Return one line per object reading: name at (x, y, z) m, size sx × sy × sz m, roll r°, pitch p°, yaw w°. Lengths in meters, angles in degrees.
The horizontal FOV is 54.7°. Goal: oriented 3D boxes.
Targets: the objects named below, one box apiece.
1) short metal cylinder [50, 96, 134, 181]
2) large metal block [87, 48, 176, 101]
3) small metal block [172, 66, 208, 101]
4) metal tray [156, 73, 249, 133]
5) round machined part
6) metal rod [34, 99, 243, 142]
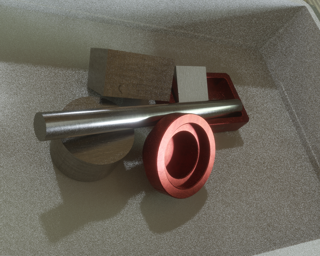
short metal cylinder at (-0.075, 0.012, 0.340) m, size 0.081 × 0.050 × 0.080 m, roll 14°, pitch 56°, yaw -21°
large metal block at (-0.038, -0.067, 0.380) m, size 0.081 × 0.080 × 0.050 m, roll 2°, pitch 103°, yaw -26°
small metal block at (0.039, -0.060, 0.435) m, size 0.050 × 0.025 × 0.050 m, roll -5°, pitch 90°, yaw -31°
metal tray at (0.061, -0.038, 0.457) m, size 0.131 × 0.030 × 0.090 m, roll -5°, pitch 64°, yaw -31°
round machined part at (0.018, 0.030, 0.365) m, size 0.099 × 0.042 × 0.097 m, roll -6°, pitch 99°, yaw -42°
metal rod at (0.007, -0.017, 0.366) m, size 0.302 × 0.025 × 0.025 m, roll -8°, pitch 66°, yaw -44°
